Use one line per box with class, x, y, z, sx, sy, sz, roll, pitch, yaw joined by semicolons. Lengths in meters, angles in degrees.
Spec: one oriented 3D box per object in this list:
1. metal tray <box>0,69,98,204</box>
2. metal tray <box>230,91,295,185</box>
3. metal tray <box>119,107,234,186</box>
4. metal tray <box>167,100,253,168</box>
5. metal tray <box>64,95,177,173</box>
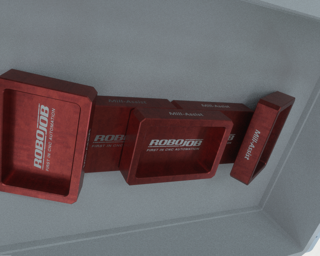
metal tray;-0.121;0.013;0.322;0.091;0.030;0.129;12;115;-6
metal tray;0.157;0.014;0.472;0.091;0.030;0.129;-21;132;-52
metal tray;0.021;0.023;0.390;0.131;0.030;0.089;1;118;-29
metal tray;0.067;0.009;0.446;0.131;0.030;0.089;0;118;-28
metal tray;-0.048;0.008;0.383;0.131;0.030;0.089;0;118;-28
